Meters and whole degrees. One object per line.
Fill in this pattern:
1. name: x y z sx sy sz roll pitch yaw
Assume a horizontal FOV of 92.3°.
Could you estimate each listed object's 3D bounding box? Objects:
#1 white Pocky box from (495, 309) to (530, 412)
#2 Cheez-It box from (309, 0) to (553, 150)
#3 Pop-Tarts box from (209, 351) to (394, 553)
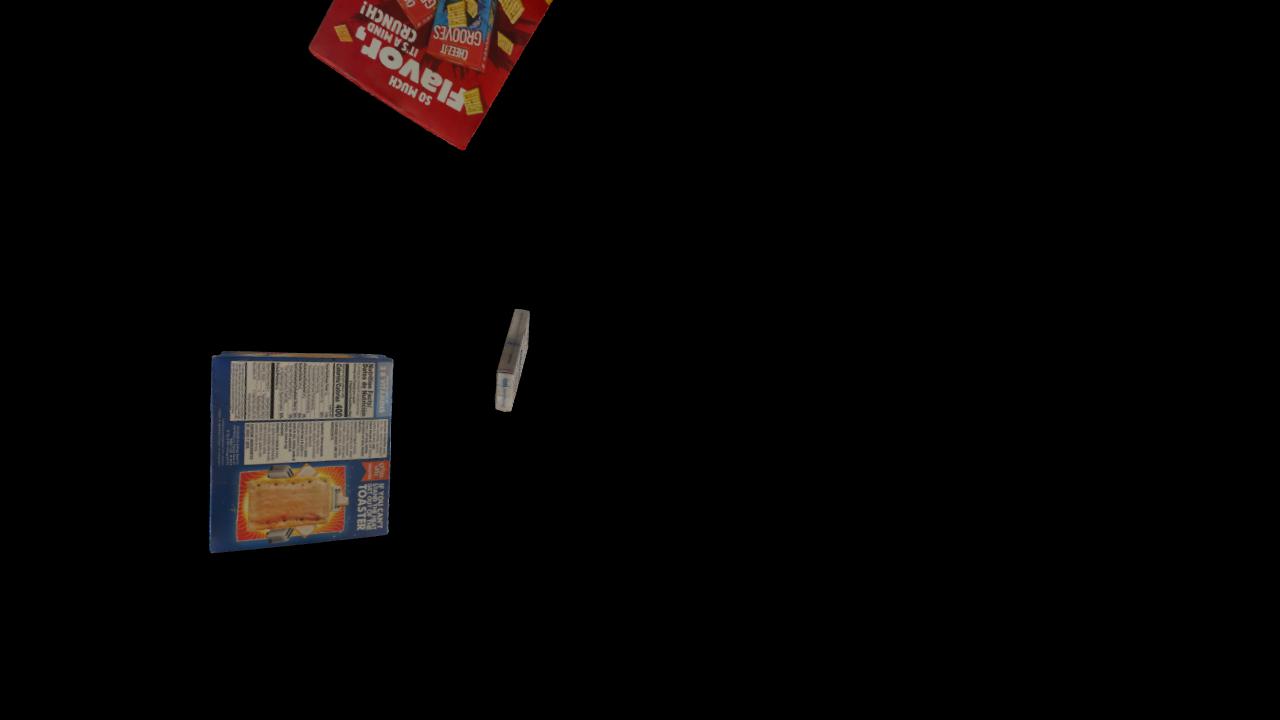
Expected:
1. white Pocky box: -0.199 -0.003 0.965 0.028 0.084 0.154 9 41 -6
2. Cheez-It box: -0.199 -0.355 0.622 0.166 0.223 0.071 28 8 -32
3. Pop-Tarts box: -0.309 0.077 0.569 0.141 0.167 0.083 1 5 -28
